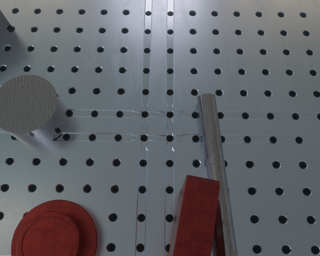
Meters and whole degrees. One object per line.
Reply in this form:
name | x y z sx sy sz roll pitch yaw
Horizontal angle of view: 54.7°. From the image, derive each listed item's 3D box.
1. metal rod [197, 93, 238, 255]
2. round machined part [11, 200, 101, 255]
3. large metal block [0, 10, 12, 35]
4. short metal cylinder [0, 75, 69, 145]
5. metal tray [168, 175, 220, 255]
metal rod | 0.074 0.098 0.376 0.025 0.025 0.299 -4 70 -1
round machined part | -0.121 0.132 0.354 0.099 0.042 0.098 0 70 0
large metal block | -0.276 -0.160 0.439 0.050 0.080 0.080 42 75 13
short metal cylinder | -0.167 -0.022 0.405 0.081 0.050 0.080 0 70 0
metal tray | 0.030 0.106 0.317 0.030 0.130 0.090 11 71 4
